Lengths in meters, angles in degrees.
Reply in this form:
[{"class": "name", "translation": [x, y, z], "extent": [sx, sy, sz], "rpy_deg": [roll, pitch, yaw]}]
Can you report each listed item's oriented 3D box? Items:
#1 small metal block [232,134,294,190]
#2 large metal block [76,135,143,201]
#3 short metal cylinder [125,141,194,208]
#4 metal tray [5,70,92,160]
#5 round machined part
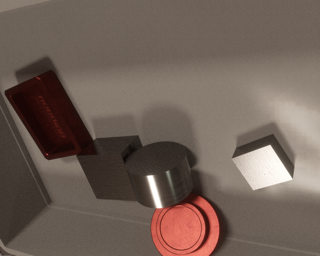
[{"class": "small metal block", "translation": [0.123, 0.041, 0.369], "extent": [0.050, 0.025, 0.050], "rpy_deg": [-27, 104, 37]}, {"class": "large metal block", "translation": [-0.064, 0.060, 0.462], "extent": [0.080, 0.050, 0.080], "rpy_deg": [-5, 116, 30]}, {"class": "short metal cylinder", "translation": [0.000, 0.059, 0.409], "extent": [0.080, 0.080, 0.050], "rpy_deg": [0, 118, 28]}, {"class": "metal tray", "translation": [-0.173, -0.016, 0.484], "extent": [0.090, 0.030, 0.129], "rpy_deg": [-13, 112, 33]}, {"class": "round machined part", "translation": [0.033, 0.138, 0.428], "extent": [0.098, 0.098, 0.042], "rpy_deg": [12, 166, 21]}]
